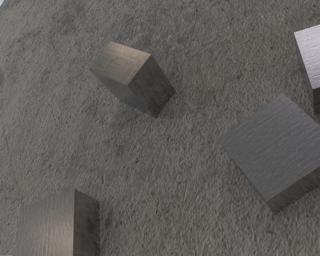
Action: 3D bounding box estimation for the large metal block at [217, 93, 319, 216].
[{"bbox_3d":[0.119,0.026,0.310,0.080,0.050,0.080,-36,51,4],"label":"large metal block"}]

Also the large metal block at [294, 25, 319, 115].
[{"bbox_3d":[0.195,-0.069,0.327,0.080,0.050,0.080,-13,56,20],"label":"large metal block"}]

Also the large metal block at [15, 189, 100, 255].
[{"bbox_3d":[-0.121,0.129,0.372,0.080,0.050,0.080,-21,54,16],"label":"large metal block"}]

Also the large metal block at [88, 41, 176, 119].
[{"bbox_3d":[-0.037,-0.066,0.429,0.080,0.080,0.050,27,77,37],"label":"large metal block"}]
